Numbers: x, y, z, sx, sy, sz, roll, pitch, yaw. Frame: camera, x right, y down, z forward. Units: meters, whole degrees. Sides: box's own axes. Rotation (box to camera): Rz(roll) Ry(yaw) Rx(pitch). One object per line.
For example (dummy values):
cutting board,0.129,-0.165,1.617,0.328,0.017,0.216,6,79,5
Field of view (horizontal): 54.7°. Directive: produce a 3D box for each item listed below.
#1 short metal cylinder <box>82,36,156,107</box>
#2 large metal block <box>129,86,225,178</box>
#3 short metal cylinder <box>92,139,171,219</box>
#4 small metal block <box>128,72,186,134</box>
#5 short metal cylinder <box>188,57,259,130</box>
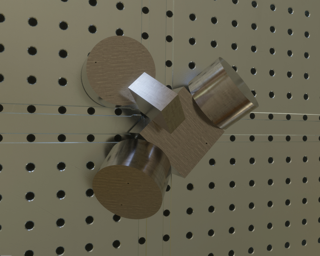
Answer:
short metal cylinder,-0.052,-0.066,0.377,0.081,0.050,0.079,0,90,-20
large metal block,0.021,0.005,0.401,0.080,0.050,0.080,46,76,-14
short metal cylinder,-0.031,0.060,0.362,0.080,0.050,0.079,7,122,11
small metal block,-0.002,-0.027,0.342,0.050,0.050,0.025,37,76,28
short metal cylinder,0.082,-0.045,0.402,0.050,0.080,0.080,-38,106,24
